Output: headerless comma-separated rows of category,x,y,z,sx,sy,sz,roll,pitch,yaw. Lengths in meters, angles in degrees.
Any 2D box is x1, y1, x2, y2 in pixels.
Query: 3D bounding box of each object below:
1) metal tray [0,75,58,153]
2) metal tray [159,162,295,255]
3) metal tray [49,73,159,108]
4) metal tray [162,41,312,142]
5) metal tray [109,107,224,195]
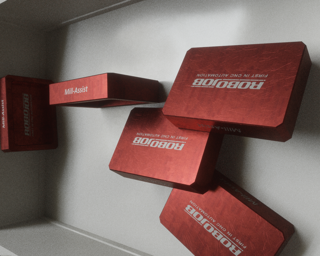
metal tray,-0.234,-0.024,0.553,0.030,0.091,0.129,-8,85,39
metal tray,0.067,0.107,0.347,0.130,0.030,0.089,36,112,34
metal tray,-0.078,-0.048,0.425,0.130,0.091,0.030,-1,89,39
metal tray,0.074,-0.040,0.317,0.130,0.030,0.090,8,68,39
metal tray,0.006,0.022,0.372,0.130,0.030,0.090,4,66,39
